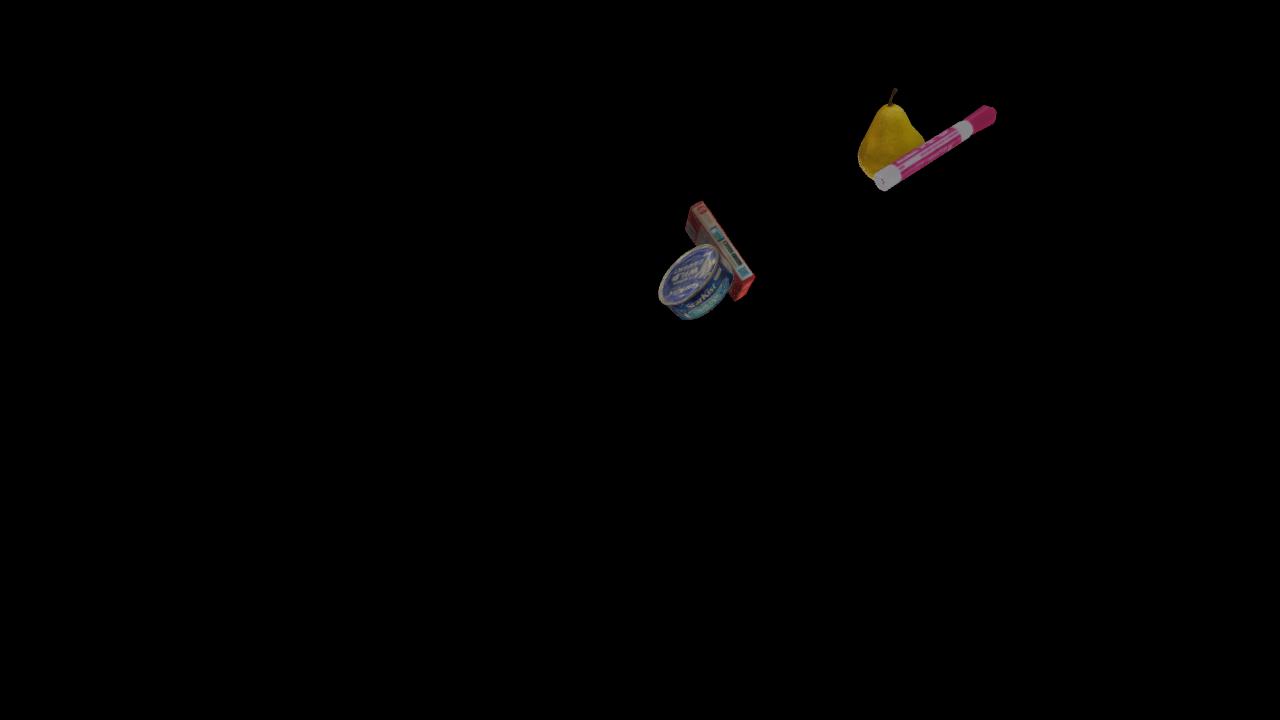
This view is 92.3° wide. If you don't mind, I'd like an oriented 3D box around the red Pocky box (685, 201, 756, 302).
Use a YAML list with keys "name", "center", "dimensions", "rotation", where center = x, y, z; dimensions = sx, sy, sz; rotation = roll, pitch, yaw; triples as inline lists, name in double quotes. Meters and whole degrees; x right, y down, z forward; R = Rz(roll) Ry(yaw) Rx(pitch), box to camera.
- name: "red Pocky box"
  center: [0.128, -0.174, 0.997]
  dimensions: [0.028, 0.155, 0.083]
  rotation: [-30, -11, -10]

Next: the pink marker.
- name: "pink marker"
  center: [0.263, -0.189, 0.545]
  dimensions: [0.121, 0.020, 0.020]
  rotation: [-32, 1, -2]

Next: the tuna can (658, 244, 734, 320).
- name: "tuna can"
  center: [0.062, -0.086, 0.683]
  dimensions: [0.034, 0.084, 0.084]
  rotation: [40, -23, -30]

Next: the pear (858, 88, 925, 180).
- name: "pear"
  center: [0.308, -0.278, 0.765]
  dimensions: [0.080, 0.080, 0.111]
  rotation: [0, -43, 39]
